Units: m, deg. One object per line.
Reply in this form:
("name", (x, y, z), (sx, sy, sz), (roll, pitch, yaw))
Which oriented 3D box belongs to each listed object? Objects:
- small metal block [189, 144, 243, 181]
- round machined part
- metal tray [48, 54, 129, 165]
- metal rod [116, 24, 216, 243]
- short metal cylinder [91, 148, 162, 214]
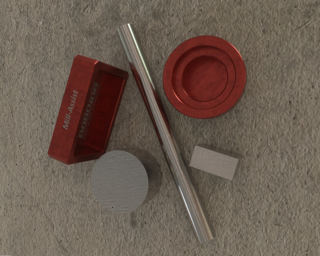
("small metal block", (0.068, 0.039, 0.369), (0.050, 0.050, 0.025), (18, 96, 19))
("round machined part", (0.056, -0.060, 0.381), (0.098, 0.042, 0.097), (0, 90, 19))
("metal tray", (-0.090, -0.022, 0.406), (0.030, 0.090, 0.129), (20, 96, 19))
("metal rod", (0.005, 0.001, 0.408), (0.025, 0.025, 0.299), (-23, 82, 18))
("short metal cylinder", (-0.043, 0.067, 0.411), (0.080, 0.050, 0.079), (0, 90, 19))
